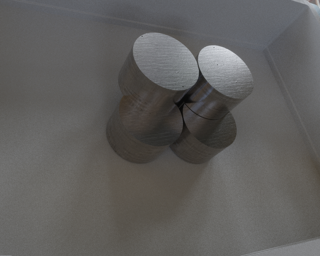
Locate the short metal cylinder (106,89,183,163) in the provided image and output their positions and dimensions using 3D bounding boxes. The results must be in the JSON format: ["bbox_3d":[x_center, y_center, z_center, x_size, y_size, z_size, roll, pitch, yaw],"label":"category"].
[{"bbox_3d":[-0.019,-0.003,0.379,0.081,0.050,0.080,14,56,-21],"label":"short metal cylinder"}]

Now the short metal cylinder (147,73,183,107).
[{"bbox_3d":[0.005,-0.062,0.428,0.081,0.050,0.080,14,56,-21],"label":"short metal cylinder"}]

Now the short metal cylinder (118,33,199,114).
[{"bbox_3d":[-0.002,-0.063,0.360,0.081,0.050,0.080,14,56,-21],"label":"short metal cylinder"}]

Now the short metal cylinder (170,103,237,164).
[{"bbox_3d":[0.054,0.002,0.415,0.081,0.050,0.080,14,56,-21],"label":"short metal cylinder"}]

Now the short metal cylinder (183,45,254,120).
[{"bbox_3d":[0.071,-0.058,0.395,0.081,0.050,0.080,14,56,-21],"label":"short metal cylinder"}]
